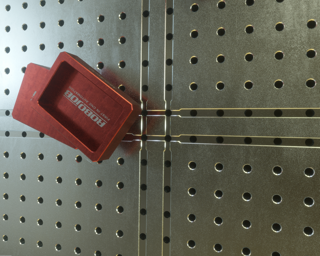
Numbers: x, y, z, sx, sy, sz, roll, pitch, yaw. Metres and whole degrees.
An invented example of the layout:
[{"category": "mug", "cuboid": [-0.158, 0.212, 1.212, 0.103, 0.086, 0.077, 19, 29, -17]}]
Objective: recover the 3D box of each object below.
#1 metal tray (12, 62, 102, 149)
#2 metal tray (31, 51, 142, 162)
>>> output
[{"category": "metal tray", "cuboid": [-0.151, -0.034, 0.461, 0.130, 0.030, 0.089, 23, 97, 18]}, {"category": "metal tray", "cuboid": [-0.100, -0.029, 0.411, 0.130, 0.030, 0.090, 38, 102, 15]}]
